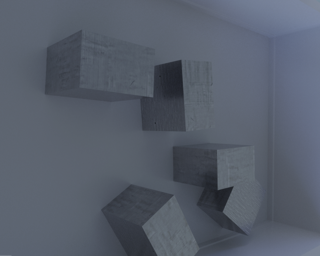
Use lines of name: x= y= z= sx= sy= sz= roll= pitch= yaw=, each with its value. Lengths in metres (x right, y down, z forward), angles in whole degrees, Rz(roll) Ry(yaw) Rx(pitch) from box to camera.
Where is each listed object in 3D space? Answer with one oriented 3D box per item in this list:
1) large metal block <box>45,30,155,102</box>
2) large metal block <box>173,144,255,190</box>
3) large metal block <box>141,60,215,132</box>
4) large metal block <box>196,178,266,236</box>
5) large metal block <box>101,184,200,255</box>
large metal block: x=-0.063 y=-0.058 z=0.320 sx=0.081 sy=0.080 sz=0.050 roll=3 pitch=88 yaw=-40
large metal block: x=0.075 y=0.050 z=0.437 sx=0.081 sy=0.080 sz=0.050 roll=-2 pitch=92 yaw=-40
large metal block: x=0.020 y=-0.038 z=0.389 sx=0.050 sy=0.080 sz=0.079 roll=-7 pitch=95 yaw=-40
large metal block: x=0.115 y=0.110 z=0.490 sx=0.080 sy=0.050 sz=0.080 roll=45 pitch=63 yaw=-31
large metal block: x=-0.012 y=0.119 z=0.363 sx=0.050 sy=0.080 sz=0.080 roll=-38 pitch=113 yaw=-34
